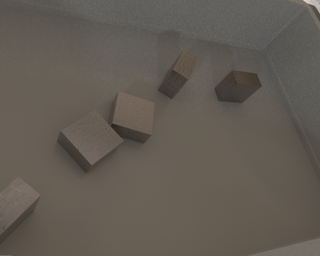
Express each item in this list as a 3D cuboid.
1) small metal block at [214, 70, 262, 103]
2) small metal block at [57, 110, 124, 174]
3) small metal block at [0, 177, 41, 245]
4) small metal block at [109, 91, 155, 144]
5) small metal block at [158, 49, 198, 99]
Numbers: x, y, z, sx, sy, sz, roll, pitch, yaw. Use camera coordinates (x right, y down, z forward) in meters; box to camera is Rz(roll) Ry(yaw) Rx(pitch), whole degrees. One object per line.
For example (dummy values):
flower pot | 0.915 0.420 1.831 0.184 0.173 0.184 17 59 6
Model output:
small metal block | 0.125 -0.066 0.500 0.050 0.050 0.025 1 61 -28
small metal block | -0.079 0.015 0.355 0.050 0.025 0.050 47 51 4
small metal block | -0.136 0.076 0.270 0.025 0.050 0.050 41 51 -1
small metal block | -0.037 -0.013 0.395 0.050 0.025 0.050 17 55 -19
small metal block | 0.026 -0.078 0.453 0.025 0.050 0.050 32 51 -8
